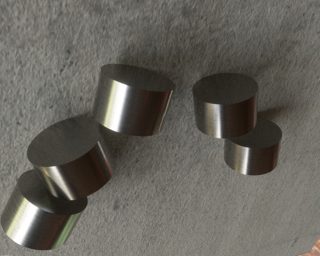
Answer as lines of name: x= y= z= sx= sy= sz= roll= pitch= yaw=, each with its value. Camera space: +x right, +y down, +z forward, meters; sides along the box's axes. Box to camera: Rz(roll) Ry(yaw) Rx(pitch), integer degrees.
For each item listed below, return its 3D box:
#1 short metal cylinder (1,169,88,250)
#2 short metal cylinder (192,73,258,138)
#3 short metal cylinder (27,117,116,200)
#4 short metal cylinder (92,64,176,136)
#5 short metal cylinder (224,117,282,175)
short metal cylinder: x=-0.132 y=0.091 z=0.357 sx=0.080 sy=0.080 sz=0.050 roll=20 pitch=108 yaw=-36
short metal cylinder: x=0.084 y=-0.031 z=0.400 sx=0.081 sy=0.080 sz=0.050 roll=-22 pitch=127 yaw=-16
short metal cylinder: x=-0.095 y=0.032 z=0.340 sx=0.081 sy=0.080 sz=0.050 roll=-24 pitch=128 yaw=-14
short metal cylinder: x=-0.029 y=-0.032 z=0.337 sx=0.081 sy=0.080 sz=0.050 roll=2 pitch=117 yaw=-30
short metal cylinder: x=0.138 y=0.025 z=0.465 sx=0.081 sy=0.080 sz=0.050 roll=-19 pitch=126 yaw=-18
